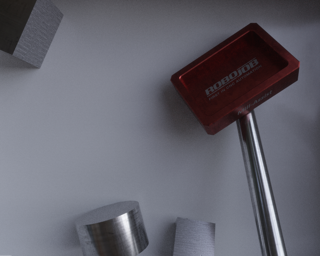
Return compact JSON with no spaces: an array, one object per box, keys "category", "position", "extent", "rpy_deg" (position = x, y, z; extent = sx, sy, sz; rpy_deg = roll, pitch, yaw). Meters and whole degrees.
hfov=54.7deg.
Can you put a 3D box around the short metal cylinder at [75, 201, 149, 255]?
[{"category":"short metal cylinder","position":[-0.059,0.128,0.383],"extent":[0.080,0.080,0.050],"rpy_deg":[-15,90,0]}]

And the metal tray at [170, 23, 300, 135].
[{"category":"metal tray","position":[0.090,-0.062,0.385],"extent":[0.130,0.030,0.090],"rpy_deg":[-33,59,2]}]

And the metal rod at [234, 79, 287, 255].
[{"category":"metal rod","position":[0.113,0.068,0.349],"extent":[0.025,0.025,0.299],"rpy_deg":[-4,64,0]}]

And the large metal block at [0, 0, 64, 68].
[{"category":"large metal block","position":[-0.170,-0.127,0.382],"extent":[0.050,0.080,0.080],"rpy_deg":[24,90,-1]}]

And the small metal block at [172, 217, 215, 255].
[{"category":"small metal block","position":[0.043,0.148,0.400],"extent":[0.050,0.025,0.050],"rpy_deg":[10,56,0]}]
